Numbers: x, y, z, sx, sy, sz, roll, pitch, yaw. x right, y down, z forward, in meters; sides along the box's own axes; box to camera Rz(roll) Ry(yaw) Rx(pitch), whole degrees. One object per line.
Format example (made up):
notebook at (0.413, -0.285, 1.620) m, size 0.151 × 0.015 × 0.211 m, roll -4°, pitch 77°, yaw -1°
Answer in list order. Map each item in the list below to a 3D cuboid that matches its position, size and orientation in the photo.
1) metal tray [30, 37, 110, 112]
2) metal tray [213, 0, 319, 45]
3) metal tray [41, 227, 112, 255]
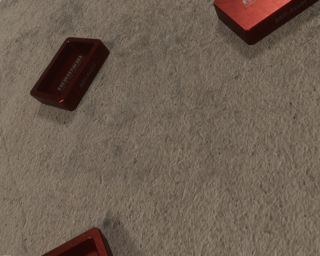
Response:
metal tray at (-0.156, -0.097, 0.539) m, size 0.090 × 0.030 × 0.130 m, roll 15°, pitch 69°, yaw 33°
metal tray at (0.153, -0.184, 0.432) m, size 0.130 × 0.030 × 0.090 m, roll -34°, pitch 52°, yaw 5°
metal tray at (-0.079, 0.176, 0.307) m, size 0.091 × 0.030 × 0.130 m, roll -27°, pitch 44°, yaw -11°
